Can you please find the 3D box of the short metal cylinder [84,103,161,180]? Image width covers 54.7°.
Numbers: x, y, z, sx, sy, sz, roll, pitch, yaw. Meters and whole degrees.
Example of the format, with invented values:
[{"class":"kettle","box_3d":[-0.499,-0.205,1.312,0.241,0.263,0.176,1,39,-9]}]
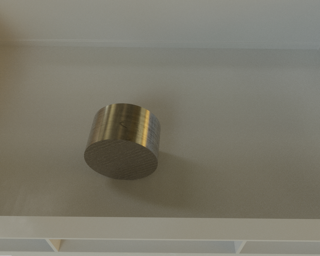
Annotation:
[{"class":"short metal cylinder","box_3d":[-0.041,0.017,0.354,0.080,0.080,0.050,3,50,2]}]
